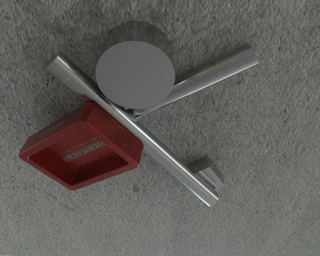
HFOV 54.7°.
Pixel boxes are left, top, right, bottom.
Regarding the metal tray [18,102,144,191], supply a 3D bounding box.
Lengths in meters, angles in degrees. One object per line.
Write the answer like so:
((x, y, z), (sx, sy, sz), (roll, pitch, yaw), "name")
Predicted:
((-0.097, 0.029, 0.378), (0.130, 0.030, 0.090), (-24, 127, 33), "metal tray")

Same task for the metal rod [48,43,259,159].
((-0.027, -0.025, 0.387), (0.300, 0.025, 0.025), (-23, 127, 18), "metal rod")

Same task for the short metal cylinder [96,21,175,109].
((-0.025, -0.067, 0.334), (0.081, 0.050, 0.079), (0, 130, 0), "short metal cylinder")

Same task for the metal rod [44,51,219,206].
((-0.016, 0.019, 0.392), (0.025, 0.025, 0.300), (-32, 124, 24), "metal rod")

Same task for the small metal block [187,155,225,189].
((0.063, 0.074, 0.472), (0.050, 0.025, 0.050), (-27, 126, 20), "small metal block")
